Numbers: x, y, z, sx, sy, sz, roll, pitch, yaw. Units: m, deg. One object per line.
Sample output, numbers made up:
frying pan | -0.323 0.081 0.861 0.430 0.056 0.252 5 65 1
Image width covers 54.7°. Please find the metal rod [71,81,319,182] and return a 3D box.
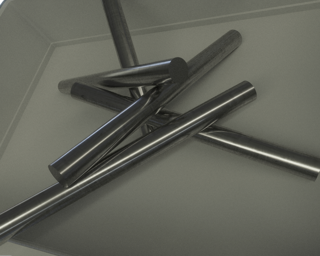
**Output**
metal rod | 0.022 -0.005 0.356 0.301 0.025 0.025 19 71 22

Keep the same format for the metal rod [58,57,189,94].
metal rod | -0.073 -0.063 0.416 0.300 0.025 0.025 5 62 52

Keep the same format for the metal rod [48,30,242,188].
metal rod | 0.008 -0.042 0.348 0.025 0.025 0.302 21 48 35

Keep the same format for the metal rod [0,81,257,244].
metal rod | -0.031 0.029 0.305 0.302 0.025 0.025 -29 50 -14

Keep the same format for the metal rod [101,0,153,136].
metal rod | -0.050 -0.117 0.416 0.025 0.025 0.299 -19 82 17
